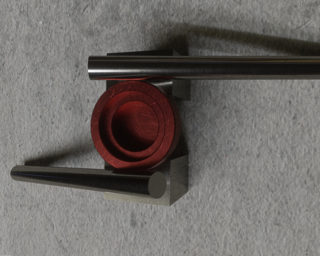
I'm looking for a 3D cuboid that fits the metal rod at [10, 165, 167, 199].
[{"bbox_3d":[-0.113,0.062,0.390,0.300,0.025,0.025,-5,89,42],"label":"metal rod"}]

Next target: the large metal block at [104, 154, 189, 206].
[{"bbox_3d":[-0.013,0.059,0.385,0.080,0.080,0.050,1,91,19],"label":"large metal block"}]

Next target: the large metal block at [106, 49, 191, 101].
[{"bbox_3d":[-0.011,-0.061,0.384,0.080,0.080,0.050,1,91,19],"label":"large metal block"}]

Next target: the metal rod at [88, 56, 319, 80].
[{"bbox_3d":[0.079,-0.063,0.325,0.302,0.025,0.025,-1,90,-3],"label":"metal rod"}]

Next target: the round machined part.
[{"bbox_3d":[-0.024,-0.002,0.346,0.098,0.042,0.097,0,90,19],"label":"round machined part"}]
